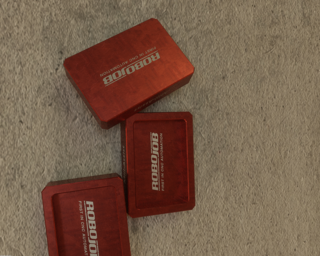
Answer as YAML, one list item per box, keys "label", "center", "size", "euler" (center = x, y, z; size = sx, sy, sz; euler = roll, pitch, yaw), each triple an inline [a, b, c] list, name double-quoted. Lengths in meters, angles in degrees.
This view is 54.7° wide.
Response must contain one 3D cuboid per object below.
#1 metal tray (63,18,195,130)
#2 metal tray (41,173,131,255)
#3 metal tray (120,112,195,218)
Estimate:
- label: "metal tray"
  center: [-0.036, -0.068, 0.376]
  size: [0.131, 0.030, 0.090]
  euler: [-32, 79, -17]
- label: "metal tray"
  center: [-0.084, 0.125, 0.368]
  size: [0.091, 0.030, 0.129]
  euler: [-6, 92, -12]
- label: "metal tray"
  center: [-0.002, 0.044, 0.405]
  size: [0.091, 0.030, 0.129]
  euler: [-2, 91, -20]
